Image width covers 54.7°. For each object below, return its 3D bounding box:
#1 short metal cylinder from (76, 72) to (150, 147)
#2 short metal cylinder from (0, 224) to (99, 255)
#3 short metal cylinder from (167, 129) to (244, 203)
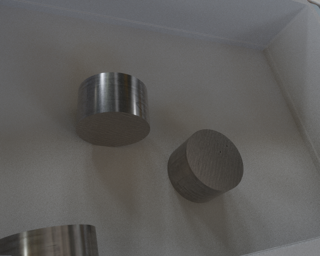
[{"bbox_3d":[-0.053,-0.018,0.353,0.081,0.080,0.050,9,58,-24],"label":"short metal cylinder"},{"bbox_3d":[-0.090,0.114,0.252,0.081,0.080,0.050,1,62,-28],"label":"short metal cylinder"},{"bbox_3d":[0.057,0.048,0.390,0.081,0.050,0.080,14,56,-21],"label":"short metal cylinder"}]
